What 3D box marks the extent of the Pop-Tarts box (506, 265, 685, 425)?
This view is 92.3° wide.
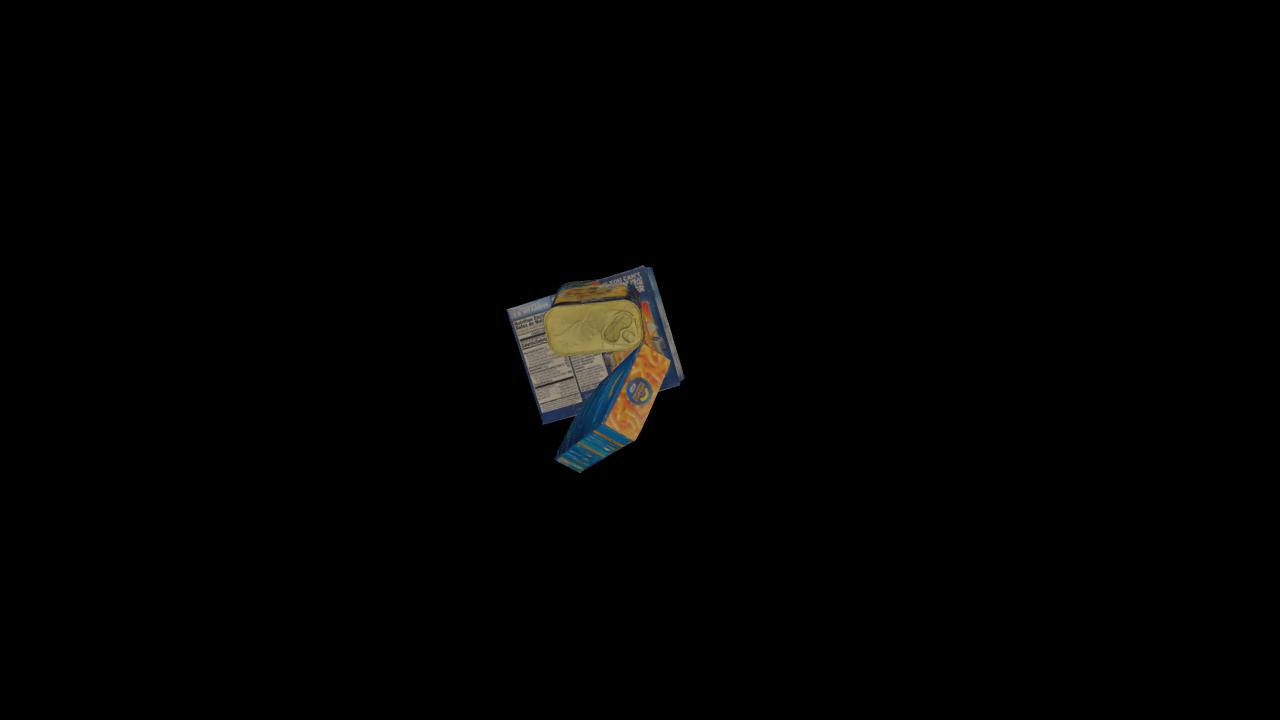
[{"bbox_3d":[-0.048,-0.018,0.724,0.167,0.141,0.083,-17,4,7],"label":"Pop-Tarts box"}]

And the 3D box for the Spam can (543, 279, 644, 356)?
[{"bbox_3d":[-0.047,-0.050,0.668,0.101,0.058,0.085,-5,26,3],"label":"Spam can"}]

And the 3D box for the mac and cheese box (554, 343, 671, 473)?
[{"bbox_3d":[-0.034,0.057,0.642,0.041,0.093,0.184,31,-26,-9],"label":"mac and cheese box"}]
